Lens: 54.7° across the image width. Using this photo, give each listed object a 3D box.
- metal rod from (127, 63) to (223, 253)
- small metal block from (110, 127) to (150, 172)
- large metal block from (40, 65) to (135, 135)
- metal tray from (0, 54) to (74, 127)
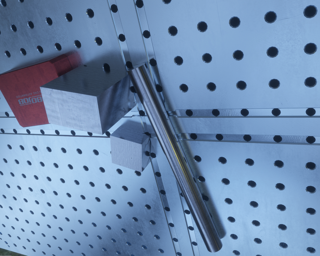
[{"bbox_3d":[0.028,0.054,0.428,0.025,0.025,0.299,-11,113,32],"label":"metal rod"},{"bbox_3d":[-0.043,0.031,0.452,0.050,0.025,0.050,15,124,19],"label":"small metal block"},{"bbox_3d":[-0.088,-0.039,0.396,0.080,0.080,0.050,11,123,22],"label":"large metal block"},{"bbox_3d":[-0.179,-0.052,0.468,0.130,0.030,0.090,-6,116,30],"label":"metal tray"}]
